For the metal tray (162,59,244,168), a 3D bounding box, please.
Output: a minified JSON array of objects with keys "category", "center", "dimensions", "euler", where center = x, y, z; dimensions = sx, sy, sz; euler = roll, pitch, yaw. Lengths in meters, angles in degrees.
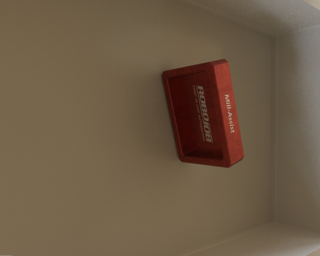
[{"category":"metal tray","center":[0.054,-0.017,0.405],"dimensions":[0.030,0.090,0.129],"euler":[-21,104,-39]}]
